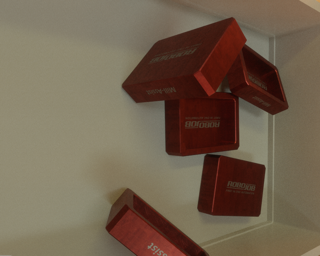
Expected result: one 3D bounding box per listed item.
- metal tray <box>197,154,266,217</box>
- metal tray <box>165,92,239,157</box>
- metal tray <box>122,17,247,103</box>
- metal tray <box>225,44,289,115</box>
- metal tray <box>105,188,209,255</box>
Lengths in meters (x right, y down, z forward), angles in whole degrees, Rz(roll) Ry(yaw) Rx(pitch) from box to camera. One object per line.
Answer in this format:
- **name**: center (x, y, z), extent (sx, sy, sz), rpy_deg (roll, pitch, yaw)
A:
- **metal tray**: center (0.121, 0.096, 0.509), extent (0.131, 0.030, 0.090), rpy_deg (15, 81, -39)
- **metal tray**: center (0.067, -0.009, 0.461), extent (0.131, 0.030, 0.089), rpy_deg (-2, 92, -40)
- **metal tray**: center (0.023, -0.074, 0.360), extent (0.030, 0.130, 0.090), rpy_deg (49, 61, -30)
- **metal tray**: center (0.162, -0.083, 0.520), extent (0.131, 0.030, 0.090), rpy_deg (19, 56, -39)
- **metal tray**: center (0.004, 0.125, 0.335), extent (0.130, 0.090, 0.030), rpy_deg (40, 87, -4)
